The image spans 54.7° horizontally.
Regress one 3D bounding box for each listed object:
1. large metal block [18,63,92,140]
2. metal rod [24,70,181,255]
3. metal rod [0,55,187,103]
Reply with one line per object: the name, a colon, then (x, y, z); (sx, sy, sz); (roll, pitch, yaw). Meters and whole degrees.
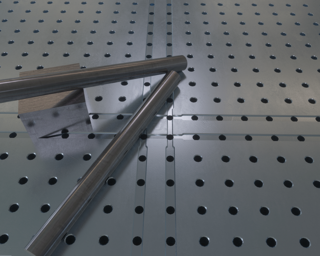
large metal block: (-0.142, -0.038, 0.422); (0.081, 0.050, 0.080); (-12, 51, -10)
metal rod: (-0.051, 0.024, 0.387); (0.025, 0.025, 0.301); (23, 53, 18)
metal rod: (-0.081, -0.068, 0.408); (0.302, 0.025, 0.025); (-17, 50, -36)
